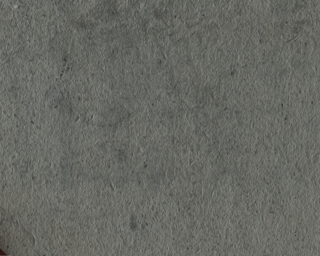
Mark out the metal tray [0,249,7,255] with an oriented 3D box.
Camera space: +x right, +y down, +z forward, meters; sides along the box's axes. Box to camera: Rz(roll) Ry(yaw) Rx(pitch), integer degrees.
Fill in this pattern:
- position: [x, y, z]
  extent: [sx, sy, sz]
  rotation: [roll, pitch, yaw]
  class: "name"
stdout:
- position: [-0.279, 0.165, 0.405]
  extent: [0.130, 0.030, 0.090]
  rotation: [45, 90, 0]
  class: "metal tray"
